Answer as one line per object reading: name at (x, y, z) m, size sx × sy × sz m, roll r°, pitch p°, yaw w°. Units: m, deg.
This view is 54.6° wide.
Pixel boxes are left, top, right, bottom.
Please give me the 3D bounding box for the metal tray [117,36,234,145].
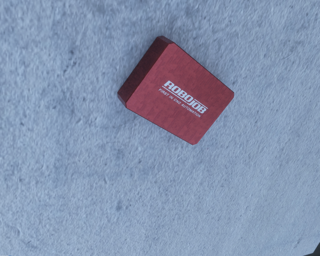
metal tray at (0.024, -0.041, 0.390) m, size 0.131 × 0.030 × 0.090 m, roll 29°, pitch 102°, yaw -38°
